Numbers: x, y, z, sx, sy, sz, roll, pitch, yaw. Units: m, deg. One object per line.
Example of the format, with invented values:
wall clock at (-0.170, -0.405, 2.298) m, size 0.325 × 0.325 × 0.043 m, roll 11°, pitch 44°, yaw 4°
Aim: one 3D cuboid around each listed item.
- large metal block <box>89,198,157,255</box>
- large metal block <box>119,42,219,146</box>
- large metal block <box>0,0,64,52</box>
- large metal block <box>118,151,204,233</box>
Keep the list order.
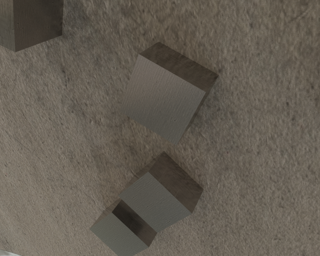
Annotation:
large metal block at (-0.058, 0.167, 0.523) m, size 0.080 × 0.050 × 0.080 m, roll 44°, pitch 129°, yaw -3°
large metal block at (0.009, -0.040, 0.360) m, size 0.080 × 0.050 × 0.079 m, roll 31°, pitch 128°, yaw 7°
large metal block at (-0.160, -0.146, 0.363) m, size 0.050 × 0.080 × 0.079 m, roll 26°, pitch 127°, yaw 12°
large metal block at (0.001, 0.093, 0.447) m, size 0.080 × 0.050 × 0.080 m, roll 44°, pitch 129°, yaw -3°
